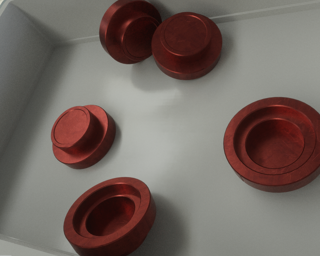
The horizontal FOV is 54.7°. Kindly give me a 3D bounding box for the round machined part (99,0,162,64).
[{"bbox_3d":[-0.036,-0.140,0.462,0.098,0.098,0.042,-44,51,-2],"label":"round machined part"}]

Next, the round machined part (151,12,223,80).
[{"bbox_3d":[0.036,-0.119,0.427,0.099,0.042,0.098,-2,72,7],"label":"round machined part"}]

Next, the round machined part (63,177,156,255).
[{"bbox_3d":[-0.051,0.103,0.341,0.098,0.042,0.098,-14,30,9],"label":"round machined part"}]

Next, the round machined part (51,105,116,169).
[{"bbox_3d":[-0.118,0.007,0.450,0.098,0.042,0.098,-13,56,20],"label":"round machined part"}]

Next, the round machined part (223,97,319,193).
[{"bbox_3d":[0.119,0.020,0.320,0.098,0.042,0.098,-13,56,20],"label":"round machined part"}]
